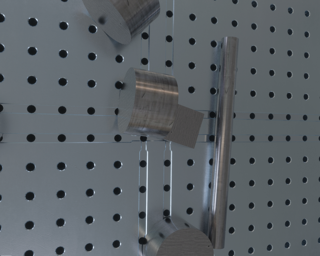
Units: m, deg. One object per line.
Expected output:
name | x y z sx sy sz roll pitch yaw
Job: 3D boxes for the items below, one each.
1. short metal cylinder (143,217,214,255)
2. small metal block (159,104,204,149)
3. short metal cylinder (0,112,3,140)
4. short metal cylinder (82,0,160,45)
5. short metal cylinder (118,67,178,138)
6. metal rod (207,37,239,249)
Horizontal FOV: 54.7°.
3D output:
short metal cylinder | 0.023 0.164 0.408 0.081 0.050 0.079 0 90 -20
small metal block | 0.027 -0.003 0.423 0.050 0.025 0.050 19 84 -19
short metal cylinder | -0.211 -0.002 0.322 0.081 0.050 0.079 0 90 -20
short metal cylinder | -0.047 -0.147 0.366 0.080 0.080 0.050 46 76 -14
short metal cylinder | -0.017 -0.030 0.377 0.050 0.080 0.080 8 88 -20
metal rod | 0.091 0.020 0.446 0.025 0.025 0.298 5 88 -20
